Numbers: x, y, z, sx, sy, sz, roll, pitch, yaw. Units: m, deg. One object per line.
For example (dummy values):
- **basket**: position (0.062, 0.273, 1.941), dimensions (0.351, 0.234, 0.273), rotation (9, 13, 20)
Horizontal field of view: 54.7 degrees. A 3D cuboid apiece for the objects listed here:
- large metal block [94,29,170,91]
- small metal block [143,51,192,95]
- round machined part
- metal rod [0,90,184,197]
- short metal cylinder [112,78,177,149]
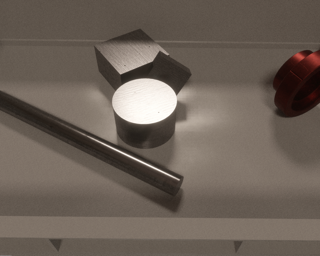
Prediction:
- **large metal block**: position (-0.042, -0.099, 0.471), dimensions (0.081, 0.050, 0.080), rotation (-27, 55, -21)
- **small metal block**: position (0.008, -0.071, 0.433), dimensions (0.050, 0.050, 0.025), rotation (28, 24, -18)
- **round machined part**: position (0.192, -0.064, 0.414), dimensions (0.099, 0.097, 0.042), rotation (-22, 54, -18)
- **metal rod**: position (-0.111, 0.010, 0.395), dimensions (0.301, 0.025, 0.025), rotation (23, 54, 18)
- **short metal cylinder**: position (-0.019, -0.019, 0.405), dimensions (0.081, 0.050, 0.080), rotation (0, 50, 0)
